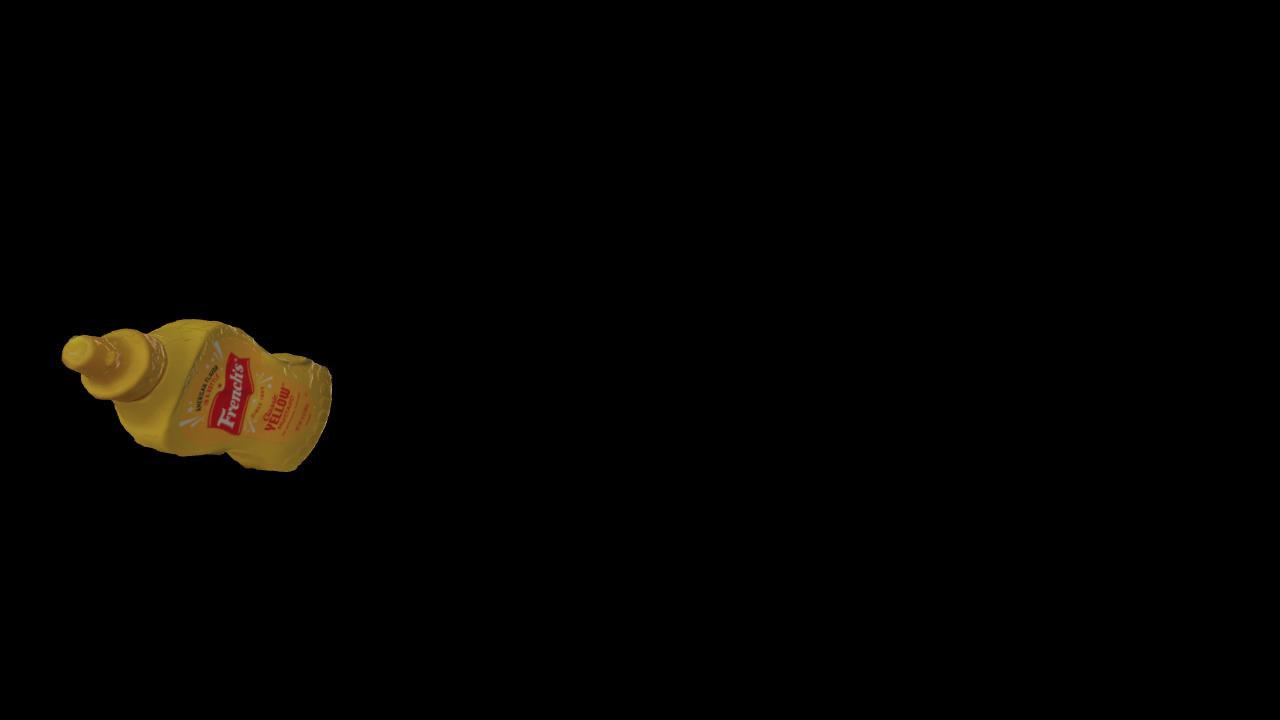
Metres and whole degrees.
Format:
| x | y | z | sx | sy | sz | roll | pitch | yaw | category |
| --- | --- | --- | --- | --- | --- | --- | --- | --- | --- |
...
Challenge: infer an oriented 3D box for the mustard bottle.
| x | y | z | sx | sy | sz | roll | pitch | yaw | category |
| --- | --- | --- | --- | --- | --- | --- | --- | --- | --- |
| -0.289 | 0.021 | 0.413 | 0.054 | 0.092 | 0.184 | 16 | -14 | 13 | mustard bottle |
